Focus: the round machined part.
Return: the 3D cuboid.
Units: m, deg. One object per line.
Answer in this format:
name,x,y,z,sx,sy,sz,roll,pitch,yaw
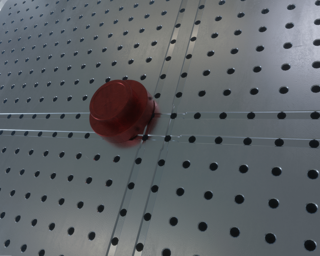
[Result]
round machined part,-0.063,-0.031,0.451,0.098,0.042,0.098,-13,56,21
